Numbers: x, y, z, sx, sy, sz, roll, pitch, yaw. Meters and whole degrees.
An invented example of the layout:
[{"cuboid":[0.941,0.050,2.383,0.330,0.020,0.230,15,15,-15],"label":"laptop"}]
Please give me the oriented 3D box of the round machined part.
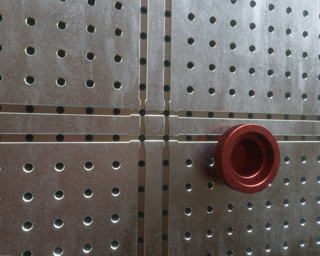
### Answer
[{"cuboid":[0.121,0.043,0.450,0.099,0.042,0.097,0,90,-21],"label":"round machined part"}]
